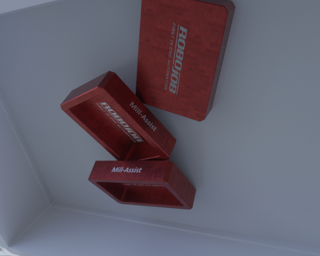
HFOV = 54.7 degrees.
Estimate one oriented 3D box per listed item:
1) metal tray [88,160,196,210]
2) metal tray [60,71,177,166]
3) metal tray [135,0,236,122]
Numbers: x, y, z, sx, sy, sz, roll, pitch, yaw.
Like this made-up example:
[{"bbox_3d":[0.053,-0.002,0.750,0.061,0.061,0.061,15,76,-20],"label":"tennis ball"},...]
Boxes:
[{"bbox_3d":[-0.025,0.082,0.445,0.130,0.030,0.090,-4,143,30],"label":"metal tray"},{"bbox_3d":[-0.052,-0.004,0.400,0.090,0.030,0.130,-16,127,42],"label":"metal tray"},{"bbox_3d":[0.022,-0.079,0.345,0.090,0.030,0.129,19,126,17],"label":"metal tray"}]
